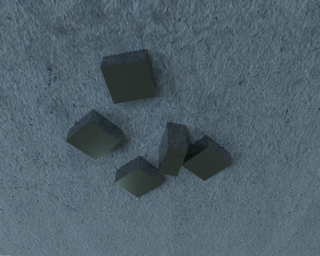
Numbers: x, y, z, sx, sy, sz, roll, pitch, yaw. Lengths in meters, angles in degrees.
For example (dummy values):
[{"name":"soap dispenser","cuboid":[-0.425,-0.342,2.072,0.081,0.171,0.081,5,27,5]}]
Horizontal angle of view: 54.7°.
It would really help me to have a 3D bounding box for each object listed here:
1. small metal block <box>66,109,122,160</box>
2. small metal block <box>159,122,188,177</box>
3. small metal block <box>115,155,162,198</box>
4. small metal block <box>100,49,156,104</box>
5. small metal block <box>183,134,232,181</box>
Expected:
[{"name":"small metal block","cuboid":[-0.088,0.010,0.415,0.050,0.025,0.050,-36,122,26]},{"name":"small metal block","cuboid":[0.016,0.028,0.415,0.025,0.050,0.050,10,129,-9]},{"name":"small metal block","cuboid":[-0.032,0.075,0.471,0.050,0.025,0.050,-34,123,25]},{"name":"small metal block","cuboid":[-0.035,-0.059,0.357,0.050,0.025,0.050,-9,130,7]},{"name":"small metal block","cuboid":[0.065,0.044,0.445,0.050,0.025,0.050,36,121,-27]}]
